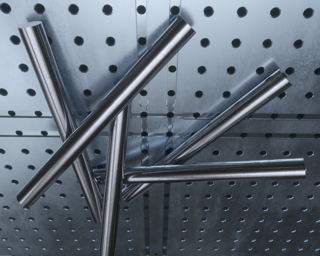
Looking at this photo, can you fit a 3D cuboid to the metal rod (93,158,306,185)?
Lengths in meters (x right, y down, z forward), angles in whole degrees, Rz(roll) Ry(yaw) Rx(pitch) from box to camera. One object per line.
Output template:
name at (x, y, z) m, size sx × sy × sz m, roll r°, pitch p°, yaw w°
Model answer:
metal rod at (0.033, 0.062, 0.424) m, size 0.301 × 0.025 × 0.025 m, roll -5°, pitch 131°, yaw 20°

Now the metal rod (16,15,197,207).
metal rod at (-0.074, -0.008, 0.363) m, size 0.025 × 0.025 × 0.299 m, roll 37°, pitch 109°, yaw -27°

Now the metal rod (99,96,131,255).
metal rod at (-0.067, 0.091, 0.439) m, size 0.025 × 0.025 × 0.298 m, roll 6°, pitch 115°, yaw -6°

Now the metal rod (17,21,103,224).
metal rod at (-0.113, 0.016, 0.402) m, size 0.025 × 0.025 × 0.298 m, roll -6°, pitch 123°, yaw 5°

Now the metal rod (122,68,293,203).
metal rod at (0.047, 0.025, 0.432) m, size 0.025 × 0.025 × 0.299 m, roll 34°, pitch 122°, yaw -26°
